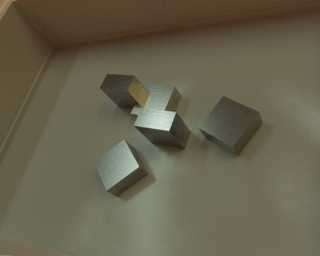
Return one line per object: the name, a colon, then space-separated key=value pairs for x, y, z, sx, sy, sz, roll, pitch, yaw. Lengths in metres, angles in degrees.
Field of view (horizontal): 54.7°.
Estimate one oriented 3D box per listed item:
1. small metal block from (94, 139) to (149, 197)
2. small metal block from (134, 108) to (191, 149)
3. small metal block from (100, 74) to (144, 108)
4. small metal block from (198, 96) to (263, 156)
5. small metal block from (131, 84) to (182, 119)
small metal block: x=-0.051 y=0.051 z=0.401 sx=0.050 sy=0.025 sz=0.050 roll=-37 pitch=51 yaw=3
small metal block: x=0.004 y=0.001 z=0.387 sx=0.050 sy=0.050 sz=0.025 roll=8 pitch=66 yaw=32
small metal block: x=-0.049 y=-0.052 z=0.447 sx=0.050 sy=0.050 sz=0.025 roll=9 pitch=67 yaw=32
small metal block: x=0.083 y=-0.003 z=0.364 sx=0.050 sy=0.025 sz=0.050 roll=32 pitch=79 yaw=38
small metal block: x=-0.005 y=-0.032 z=0.428 sx=0.050 sy=0.025 sz=0.050 roll=10 pitch=67 yaw=32
